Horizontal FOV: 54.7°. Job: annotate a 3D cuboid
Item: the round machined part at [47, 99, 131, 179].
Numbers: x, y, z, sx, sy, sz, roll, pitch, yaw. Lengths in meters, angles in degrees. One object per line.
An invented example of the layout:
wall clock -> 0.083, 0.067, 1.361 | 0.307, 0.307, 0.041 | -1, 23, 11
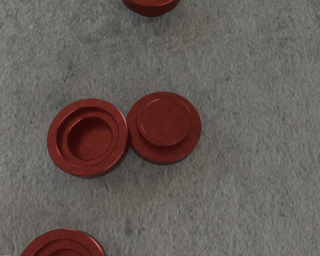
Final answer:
round machined part -> -0.085, 0.016, 0.389 | 0.099, 0.042, 0.098 | -1, 71, 4

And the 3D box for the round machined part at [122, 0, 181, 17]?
round machined part -> -0.014, -0.212, 0.476 | 0.099, 0.042, 0.098 | 0, 70, -1

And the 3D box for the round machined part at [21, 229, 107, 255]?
round machined part -> -0.103, 0.162, 0.339 | 0.099, 0.042, 0.098 | 0, 70, 0

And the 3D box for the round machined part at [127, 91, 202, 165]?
round machined part -> 0.005, -0.004, 0.401 | 0.099, 0.042, 0.098 | 0, 70, -1
